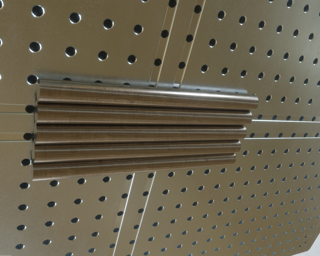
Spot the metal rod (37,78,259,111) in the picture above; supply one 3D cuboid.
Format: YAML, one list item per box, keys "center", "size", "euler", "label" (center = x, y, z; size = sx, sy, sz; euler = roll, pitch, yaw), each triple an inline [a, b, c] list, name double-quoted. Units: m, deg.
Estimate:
- center: [0.007, -0.039, 0.393]
  size: [0.303, 0.025, 0.025]
  euler: [0, 118, -29]
  label: "metal rod"

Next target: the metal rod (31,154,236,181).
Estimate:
- center: [-0.017, 0.049, 0.434]
  size: [0.303, 0.025, 0.025]
  euler: [0, 119, -29]
  label: "metal rod"

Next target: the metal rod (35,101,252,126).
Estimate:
- center: [0.001, -0.017, 0.403]
  size: [0.303, 0.025, 0.025]
  euler: [0, 118, -29]
  label: "metal rod"

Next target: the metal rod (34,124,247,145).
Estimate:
- center: [-0.005, 0.006, 0.414]
  size: [0.303, 0.025, 0.025]
  euler: [0, 118, -29]
  label: "metal rod"

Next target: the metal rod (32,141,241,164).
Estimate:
- center: [-0.011, 0.028, 0.424]
  size: [0.303, 0.025, 0.025]
  euler: [0, 118, -29]
  label: "metal rod"
